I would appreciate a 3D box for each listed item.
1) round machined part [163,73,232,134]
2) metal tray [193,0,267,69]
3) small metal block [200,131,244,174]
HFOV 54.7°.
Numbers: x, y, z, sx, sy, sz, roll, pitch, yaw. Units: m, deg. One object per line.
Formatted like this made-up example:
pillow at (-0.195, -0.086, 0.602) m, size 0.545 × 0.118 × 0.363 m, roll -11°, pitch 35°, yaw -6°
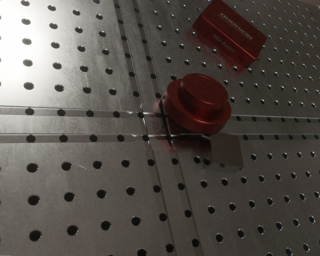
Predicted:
round machined part at (0.057, -0.041, 0.439) m, size 0.099 × 0.042 × 0.098 m, roll 13°, pitch 41°, yaw -12°
metal tray at (0.136, -0.183, 0.593) m, size 0.130 × 0.030 × 0.090 m, roll 37°, pitch 51°, yaw -4°
small metal block at (0.086, 0.034, 0.436) m, size 0.050 × 0.025 × 0.050 m, roll 12°, pitch 57°, yaw -22°
